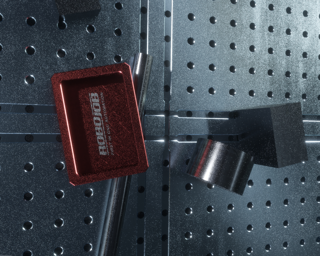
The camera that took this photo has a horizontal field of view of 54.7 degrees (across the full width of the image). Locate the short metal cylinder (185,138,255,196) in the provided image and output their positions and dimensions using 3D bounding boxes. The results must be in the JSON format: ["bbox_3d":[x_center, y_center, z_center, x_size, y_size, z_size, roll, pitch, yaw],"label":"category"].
[{"bbox_3d":[0.080,0.052,0.414,0.080,0.080,0.050,25,82,-19],"label":"short metal cylinder"}]

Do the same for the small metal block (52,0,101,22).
[{"bbox_3d":[-0.104,-0.161,0.374,0.050,0.025,0.050,-18,96,-20],"label":"small metal block"}]

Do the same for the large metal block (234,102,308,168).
[{"bbox_3d":[0.156,0.008,0.443,0.050,0.080,0.079,-10,94,-20],"label":"large metal block"}]

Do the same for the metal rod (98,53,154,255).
[{"bbox_3d":[-0.046,0.053,0.396,0.025,0.025,0.298,11,86,-20],"label":"metal rod"}]

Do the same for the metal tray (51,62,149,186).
[{"bbox_3d":[-0.070,-0.005,0.367,0.091,0.030,0.129,-10,89,-6],"label":"metal tray"}]
